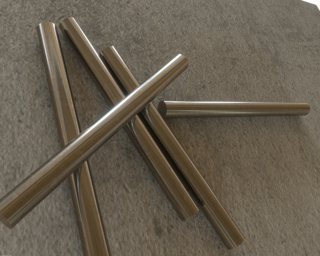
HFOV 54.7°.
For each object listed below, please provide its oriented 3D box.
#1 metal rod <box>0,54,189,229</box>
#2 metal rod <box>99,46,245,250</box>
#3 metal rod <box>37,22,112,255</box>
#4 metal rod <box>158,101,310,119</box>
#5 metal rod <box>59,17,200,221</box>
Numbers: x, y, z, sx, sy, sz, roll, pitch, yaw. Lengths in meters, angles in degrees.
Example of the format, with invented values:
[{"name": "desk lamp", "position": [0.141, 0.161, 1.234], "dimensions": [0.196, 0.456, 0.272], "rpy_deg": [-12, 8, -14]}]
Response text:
[{"name": "metal rod", "position": [-0.050, -0.010, 0.350], "dimensions": [0.025, 0.025, 0.301], "rpy_deg": [43, 51, 1]}, {"name": "metal rod", "position": [0.009, 0.017, 0.399], "dimensions": [0.025, 0.025, 0.299], "rpy_deg": [-25, 76, -37]}, {"name": "metal rod", "position": [-0.102, 0.002, 0.348], "dimensions": [0.025, 0.025, 0.299], "rpy_deg": [-5, 64, -31]}, {"name": "metal rod", "position": [0.134, -0.030, 0.496], "dimensions": [0.303, 0.025, 0.025], "rpy_deg": [-2, 63, -30]}, {"name": "metal rod", "position": [-0.045, -0.020, 0.392], "dimensions": [0.025, 0.025, 0.299], "rpy_deg": [-25, 75, -37]}]
